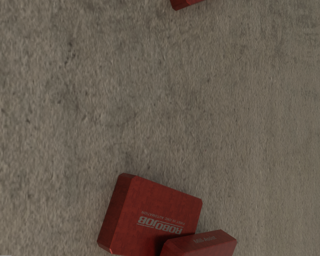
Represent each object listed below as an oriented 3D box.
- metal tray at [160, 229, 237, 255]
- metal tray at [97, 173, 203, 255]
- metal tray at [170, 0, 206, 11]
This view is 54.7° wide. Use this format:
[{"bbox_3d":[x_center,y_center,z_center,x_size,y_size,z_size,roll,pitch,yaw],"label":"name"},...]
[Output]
[{"bbox_3d":[0.046,0.190,0.417,0.131,0.030,0.089,11,100,-46],"label":"metal tray"},{"bbox_3d":[-0.007,0.119,0.398,0.131,0.030,0.090,28,73,-37],"label":"metal tray"},{"bbox_3d":[0.058,-0.234,0.452,0.131,0.030,0.090,-34,111,-35],"label":"metal tray"}]
